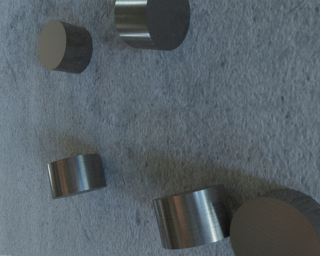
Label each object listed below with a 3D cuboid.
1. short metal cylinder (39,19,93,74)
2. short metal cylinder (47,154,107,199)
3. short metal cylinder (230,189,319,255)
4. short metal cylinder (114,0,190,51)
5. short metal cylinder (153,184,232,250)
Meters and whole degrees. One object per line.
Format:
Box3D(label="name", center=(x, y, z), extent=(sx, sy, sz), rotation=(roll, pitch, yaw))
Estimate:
Box3D(label="short metal cylinder", center=(-0.158, -0.134, 0.516), extent=(0.080, 0.050, 0.079), rotation=(0, 90, 39))
Box3D(label="short metal cylinder", center=(-0.125, 0.074, 0.470), extent=(0.080, 0.081, 0.050), rotation=(-23, 76, 37))
Box3D(label="short metal cylinder", center=(0.115, 0.101, 0.293), extent=(0.080, 0.050, 0.079), rotation=(0, 90, 39))
Box3D(label="short metal cylinder", center=(-0.008, -0.136, 0.374), extent=(0.050, 0.081, 0.079), rotation=(16, 100, 38))
Box3D(label="short metal cylinder", center=(0.036, 0.095, 0.338), extent=(0.080, 0.081, 0.050), rotation=(-21, 77, 38))
